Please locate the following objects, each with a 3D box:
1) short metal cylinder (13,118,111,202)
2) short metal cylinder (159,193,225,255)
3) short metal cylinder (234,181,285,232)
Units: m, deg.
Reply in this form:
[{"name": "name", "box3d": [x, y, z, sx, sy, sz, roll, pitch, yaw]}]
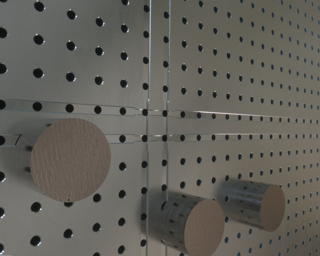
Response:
[{"name": "short metal cylinder", "box3d": [-0.098, 0.030, 0.312, 0.081, 0.050, 0.079, 0, 90, -40]}, {"name": "short metal cylinder", "box3d": [0.045, 0.135, 0.433, 0.081, 0.050, 0.079, 0, 90, -40]}, {"name": "short metal cylinder", "box3d": [0.176, 0.136, 0.544, 0.081, 0.050, 0.079, 0, 90, -40]}]
